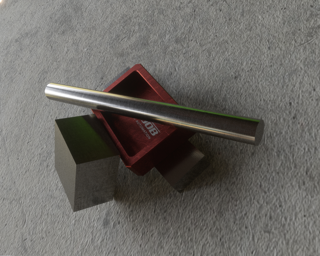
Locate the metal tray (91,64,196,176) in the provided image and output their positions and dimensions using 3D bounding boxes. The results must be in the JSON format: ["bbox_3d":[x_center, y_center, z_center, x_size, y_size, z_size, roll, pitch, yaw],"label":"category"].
[{"bbox_3d":[-0.026,-0.015,0.391,0.090,0.030,0.130,-39,51,1],"label":"metal tray"}]

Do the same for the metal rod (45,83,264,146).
[{"bbox_3d":[-0.032,-0.024,0.365,0.300,0.025,0.025,13,68,33],"label":"metal rod"}]

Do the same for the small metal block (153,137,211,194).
[{"bbox_3d":[0.023,0.040,0.368,0.050,0.025,0.050,-43,51,-2],"label":"small metal block"}]

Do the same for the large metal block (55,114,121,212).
[{"bbox_3d":[-0.093,0.041,0.381,0.050,0.079,0.080,-11,43,-30],"label":"large metal block"}]

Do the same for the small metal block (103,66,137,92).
[{"bbox_3d":[-0.050,-0.057,0.465,0.050,0.025,0.050,-39,51,2],"label":"small metal block"}]
